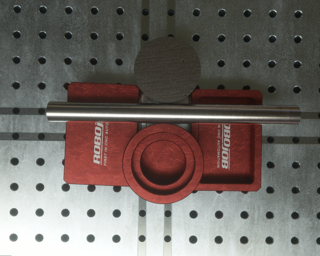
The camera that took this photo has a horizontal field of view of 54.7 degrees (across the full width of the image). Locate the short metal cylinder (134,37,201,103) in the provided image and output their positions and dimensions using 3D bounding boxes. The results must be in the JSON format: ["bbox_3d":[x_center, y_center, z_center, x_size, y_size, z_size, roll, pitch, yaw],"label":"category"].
[{"bbox_3d":[0.009,-0.070,0.397,0.081,0.050,0.079,0,90,0],"label":"short metal cylinder"}]

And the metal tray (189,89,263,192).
[{"bbox_3d":[0.084,0.016,0.407,0.091,0.030,0.129,1,90,0],"label":"metal tray"}]

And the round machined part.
[{"bbox_3d":[0.004,0.043,0.392,0.099,0.042,0.097,0,90,0],"label":"round machined part"}]

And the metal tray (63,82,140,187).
[{"bbox_3d":[-0.074,0.008,0.405,0.091,0.030,0.129,3,90,0],"label":"metal tray"}]

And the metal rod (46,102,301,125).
[{"bbox_3d":[0.017,-0.018,0.379,0.302,0.025,0.025,1,90,-1],"label":"metal rod"}]
